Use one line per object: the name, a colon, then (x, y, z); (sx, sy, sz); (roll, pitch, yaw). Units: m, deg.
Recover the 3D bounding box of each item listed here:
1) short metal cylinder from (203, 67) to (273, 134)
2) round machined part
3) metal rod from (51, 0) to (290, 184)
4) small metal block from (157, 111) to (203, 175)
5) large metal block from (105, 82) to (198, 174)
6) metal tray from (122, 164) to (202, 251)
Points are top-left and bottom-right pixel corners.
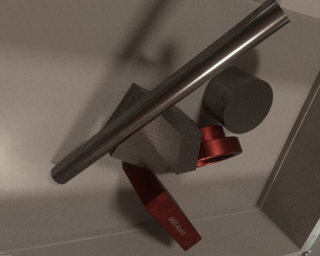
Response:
short metal cylinder: (0.107, -0.038, 0.430); (0.081, 0.050, 0.079); (-14, 124, -21)
round machined part: (0.059, 0.027, 0.427); (0.099, 0.042, 0.098); (-14, 166, -3)
metal rod: (-0.013, -0.019, 0.315); (0.299, 0.025, 0.025); (-35, 134, 26)
small metal block: (0.021, 0.016, 0.350); (0.025, 0.050, 0.050); (-9, 123, -24)
large metal block: (-0.015, 0.002, 0.387); (0.080, 0.050, 0.080); (26, 104, -38)
metal tray: (0.004, 0.106, 0.436); (0.030, 0.090, 0.130); (-36, 130, -4)
